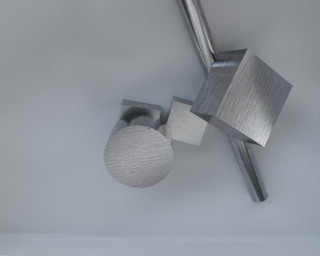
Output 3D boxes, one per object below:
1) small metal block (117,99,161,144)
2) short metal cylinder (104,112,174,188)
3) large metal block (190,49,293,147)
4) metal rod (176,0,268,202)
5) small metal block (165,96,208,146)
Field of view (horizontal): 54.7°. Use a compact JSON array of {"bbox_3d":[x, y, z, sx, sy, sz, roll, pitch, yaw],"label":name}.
[{"bbox_3d":[-0.028,-0.007,0.408,0.050,0.025,0.050,9,110,-4],"label":"small metal block"},{"bbox_3d":[-0.025,0.026,0.381,0.081,0.050,0.079,0,111,0],"label":"short metal cylinder"},{"bbox_3d":[0.095,-0.034,0.362,0.080,0.050,0.080,29,85,-27],"label":"large metal block"},{"bbox_3d":[0.086,-0.029,0.401,0.025,0.025,0.299,-22,109,7],"label":"metal rod"},{"bbox_3d":[0.034,-0.009,0.408,0.050,0.025,0.050,15,109,-6],"label":"small metal block"}]
